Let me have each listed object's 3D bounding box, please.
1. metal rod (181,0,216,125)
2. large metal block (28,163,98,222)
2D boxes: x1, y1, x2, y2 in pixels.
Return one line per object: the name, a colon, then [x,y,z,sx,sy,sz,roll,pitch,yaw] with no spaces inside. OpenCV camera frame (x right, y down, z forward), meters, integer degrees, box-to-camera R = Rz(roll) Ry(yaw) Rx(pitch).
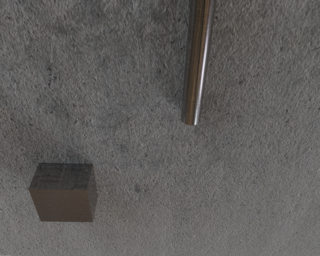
metal rod: [0.042,-0.125,0.301,0.025,0.025,0.298,1,130,-1]
large metal block: [-0.143,0.099,0.474,0.081,0.050,0.079,1,130,-2]
